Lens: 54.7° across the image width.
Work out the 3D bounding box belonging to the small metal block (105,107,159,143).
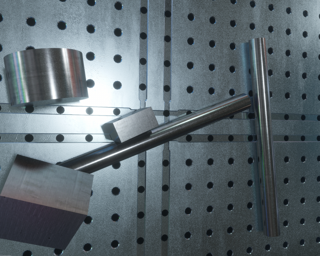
[{"bbox_3d":[-0.036,-0.005,0.387,0.050,0.050,0.025,-25,99,-19],"label":"small metal block"}]

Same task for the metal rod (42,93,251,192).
[{"bbox_3d":[-0.006,0.012,0.411,0.302,0.025,0.025,-21,98,-19],"label":"metal rod"}]

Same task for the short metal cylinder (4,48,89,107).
[{"bbox_3d":[-0.122,-0.053,0.338,0.081,0.080,0.050,-9,93,-20],"label":"short metal cylinder"}]

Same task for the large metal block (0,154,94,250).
[{"bbox_3d":[-0.126,0.082,0.331,0.081,0.080,0.050,20,39,-20],"label":"large metal block"}]

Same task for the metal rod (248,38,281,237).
[{"bbox_3d":[0.160,0.015,0.473,0.025,0.025,0.298,-6,92,-20],"label":"metal rod"}]
